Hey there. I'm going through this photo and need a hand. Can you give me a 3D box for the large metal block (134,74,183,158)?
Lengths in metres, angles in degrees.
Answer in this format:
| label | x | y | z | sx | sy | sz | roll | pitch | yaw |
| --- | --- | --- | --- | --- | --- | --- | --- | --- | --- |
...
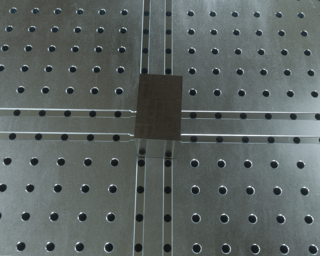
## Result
| label | x | y | z | sx | sy | sz | roll | pitch | yaw |
| --- | --- | --- | --- | --- | --- | --- | --- | --- | --- |
| large metal block | -0.001 | -0.012 | 0.386 | 0.050 | 0.080 | 0.080 | 3 | 70 | 1 |
